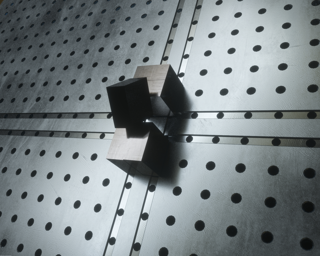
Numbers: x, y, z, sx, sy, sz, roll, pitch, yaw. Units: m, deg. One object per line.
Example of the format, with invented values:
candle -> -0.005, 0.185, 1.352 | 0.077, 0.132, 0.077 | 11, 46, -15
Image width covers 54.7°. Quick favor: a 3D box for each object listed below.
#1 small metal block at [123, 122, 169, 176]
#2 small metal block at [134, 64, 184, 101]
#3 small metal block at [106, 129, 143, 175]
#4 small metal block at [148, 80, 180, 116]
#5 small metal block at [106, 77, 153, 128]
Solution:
small metal block -> -0.016, 0.026, 0.381 | 0.025, 0.050, 0.050 | 1, 63, 29
small metal block -> -0.002, -0.062, 0.429 | 0.050, 0.050, 0.025 | 2, 63, 29
small metal block -> -0.037, 0.026, 0.394 | 0.025, 0.050, 0.050 | 1, 63, 29
small metal block -> -0.008, -0.039, 0.419 | 0.050, 0.050, 0.025 | 2, 63, 29
small metal block -> -0.035, -0.031, 0.375 | 0.025, 0.050, 0.050 | 0, 19, 29
